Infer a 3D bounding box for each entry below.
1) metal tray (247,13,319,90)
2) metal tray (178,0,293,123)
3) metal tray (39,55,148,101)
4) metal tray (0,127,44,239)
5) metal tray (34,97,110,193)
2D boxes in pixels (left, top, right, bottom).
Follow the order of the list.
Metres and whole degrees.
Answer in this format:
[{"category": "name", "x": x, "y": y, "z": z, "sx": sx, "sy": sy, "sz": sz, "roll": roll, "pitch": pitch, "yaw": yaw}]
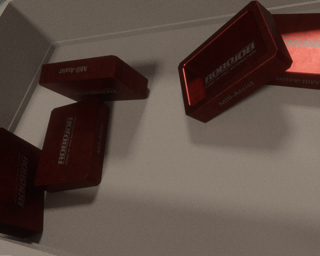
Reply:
[{"category": "metal tray", "x": 0.174, "y": -0.093, "z": 0.368, "sx": 0.130, "sy": 0.030, "sz": 0.090, "roll": 12, "pitch": 67, "yaw": 32}, {"category": "metal tray", "x": 0.081, "y": -0.075, "z": 0.371, "sx": 0.130, "sy": 0.030, "sz": 0.090, "roll": -36, "pitch": 46, "yaw": 37}, {"category": "metal tray", "x": -0.095, "y": -0.067, "z": 0.449, "sx": 0.130, "sy": 0.090, "sz": 0.030, "roll": 0, "pitch": 77, "yaw": 27}, {"category": "metal tray", "x": -0.201, "y": 0.074, "z": 0.421, "sx": 0.030, "sy": 0.090, "sz": 0.130, "roll": -23, "pitch": 53, "yaw": 14}, {"category": "metal tray", "x": -0.125, "y": 0.023, "z": 0.452, "sx": 0.090, "sy": 0.030, "sz": 0.130, "roll": -12, "pitch": 57, "yaw": 21}]
